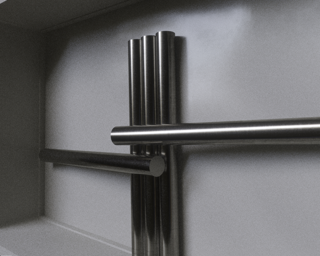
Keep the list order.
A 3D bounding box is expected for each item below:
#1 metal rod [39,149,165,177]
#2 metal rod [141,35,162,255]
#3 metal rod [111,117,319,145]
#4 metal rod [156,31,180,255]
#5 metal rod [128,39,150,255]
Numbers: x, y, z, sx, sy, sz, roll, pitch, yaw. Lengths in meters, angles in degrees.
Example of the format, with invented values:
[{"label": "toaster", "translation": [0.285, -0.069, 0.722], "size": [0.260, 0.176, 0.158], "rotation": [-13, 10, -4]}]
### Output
[{"label": "metal rod", "translation": [-0.109, 0.048, 0.471], "size": [0.300, 0.025, 0.025], "rotation": [-1, 89, 45]}, {"label": "metal rod", "translation": [-0.010, 0.029, 0.411], "size": [0.025, 0.025, 0.298], "rotation": [-2, 89, 39]}, {"label": "metal rod", "translation": [0.070, 0.005, 0.324], "size": [0.300, 0.025, 0.025], "rotation": [-2, 89, 33]}, {"label": "metal rod", "translation": [0.010, 0.028, 0.395], "size": [0.025, 0.025, 0.298], "rotation": [-2, 89, 39]}, {"label": "metal rod", "translation": [-0.029, 0.029, 0.427], "size": [0.025, 0.025, 0.298], "rotation": [-2, 89, 39]}]
